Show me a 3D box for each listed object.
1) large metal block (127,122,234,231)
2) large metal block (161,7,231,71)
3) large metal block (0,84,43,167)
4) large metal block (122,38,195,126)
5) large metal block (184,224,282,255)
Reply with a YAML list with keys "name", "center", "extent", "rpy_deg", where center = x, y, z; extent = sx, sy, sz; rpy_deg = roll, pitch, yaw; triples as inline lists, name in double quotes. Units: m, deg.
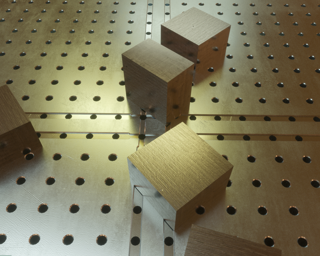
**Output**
- name: "large metal block"
  center: [0.021, 0.052, 0.348]
  extent: [0.081, 0.050, 0.080]
  rpy_deg: [-32, 57, -24]
- name: "large metal block"
  center: [0.058, -0.151, 0.519]
  extent: [0.080, 0.050, 0.080]
  rpy_deg: [-37, 60, -27]
- name: "large metal block"
  center: [-0.209, 0.001, 0.387]
  extent: [0.081, 0.050, 0.080]
  rpy_deg: [-30, 56, -23]
- name: "large metal block"
  center: [-0.003, -0.063, 0.425]
  extent: [0.080, 0.080, 0.050]
  rpy_deg: [36, 59, 26]
- name: "large metal block"
  center: [0.056, 0.143, 0.272]
  extent: [0.080, 0.050, 0.080]
  rpy_deg: [14, 51, 10]
